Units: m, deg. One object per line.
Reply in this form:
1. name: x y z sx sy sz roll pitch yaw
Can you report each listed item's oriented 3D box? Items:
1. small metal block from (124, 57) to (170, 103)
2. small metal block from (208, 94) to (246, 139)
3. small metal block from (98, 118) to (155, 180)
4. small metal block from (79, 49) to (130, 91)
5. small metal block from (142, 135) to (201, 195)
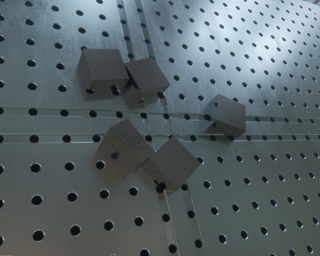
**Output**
1. small metal block: -0.022 -0.069 0.438 0.050 0.025 0.050 -23 74 -36
2. small metal block: 0.102 -0.018 0.473 0.050 0.025 0.050 21 54 -16
3. small metal block: -0.039 0.025 0.355 0.025 0.050 0.050 -33 80 -38
4. small metal block: -0.075 -0.078 0.415 0.050 0.025 0.050 -7 65 -31
5. small metal block: 0.015 0.046 0.387 0.050 0.025 0.050 45 51 3
